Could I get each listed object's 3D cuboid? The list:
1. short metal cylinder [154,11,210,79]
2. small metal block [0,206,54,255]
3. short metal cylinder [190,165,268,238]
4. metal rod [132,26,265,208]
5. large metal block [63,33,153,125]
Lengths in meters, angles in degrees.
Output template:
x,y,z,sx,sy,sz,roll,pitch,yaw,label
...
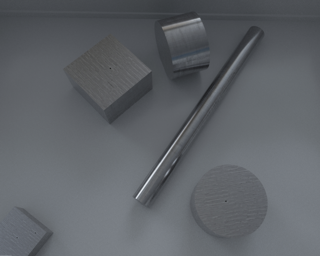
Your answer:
x,y,z,sx,sy,sz,roll,pitch,yaw,label
0.029,-0.112,0.422,0.050,0.080,0.080,-17,71,-6,short metal cylinder
-0.164,0.128,0.361,0.050,0.025,0.050,34,73,11,small metal block
0.079,0.088,0.365,0.081,0.050,0.080,0,70,0,short metal cylinder
0.061,-0.026,0.419,0.025,0.025,0.300,32,73,11,metal rod
-0.067,-0.066,0.420,0.080,0.050,0.080,-42,76,-14,large metal block
